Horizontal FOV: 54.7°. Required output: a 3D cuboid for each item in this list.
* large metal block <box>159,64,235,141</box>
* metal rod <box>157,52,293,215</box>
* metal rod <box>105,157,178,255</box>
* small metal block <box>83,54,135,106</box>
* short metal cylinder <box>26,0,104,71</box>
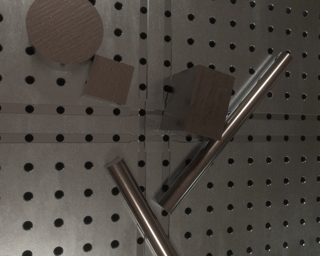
[{"bbox_3d":[0.045,-0.030,0.401,0.050,0.080,0.080,15,85,-20],"label":"large metal block"},{"bbox_3d":[0.102,-0.001,0.451,0.025,0.025,0.300,45,76,-15],"label":"metal rod"},{"bbox_3d":[0.011,0.173,0.418,0.025,0.025,0.299,-31,101,-18],"label":"metal rod"},{"bbox_3d":[-0.065,-0.059,0.389,0.050,0.025,0.050,15,85,-20],"label":"small metal block"},{"bbox_3d":[-0.110,-0.109,0.359,0.081,0.050,0.079,0,90,-20],"label":"short metal cylinder"}]
